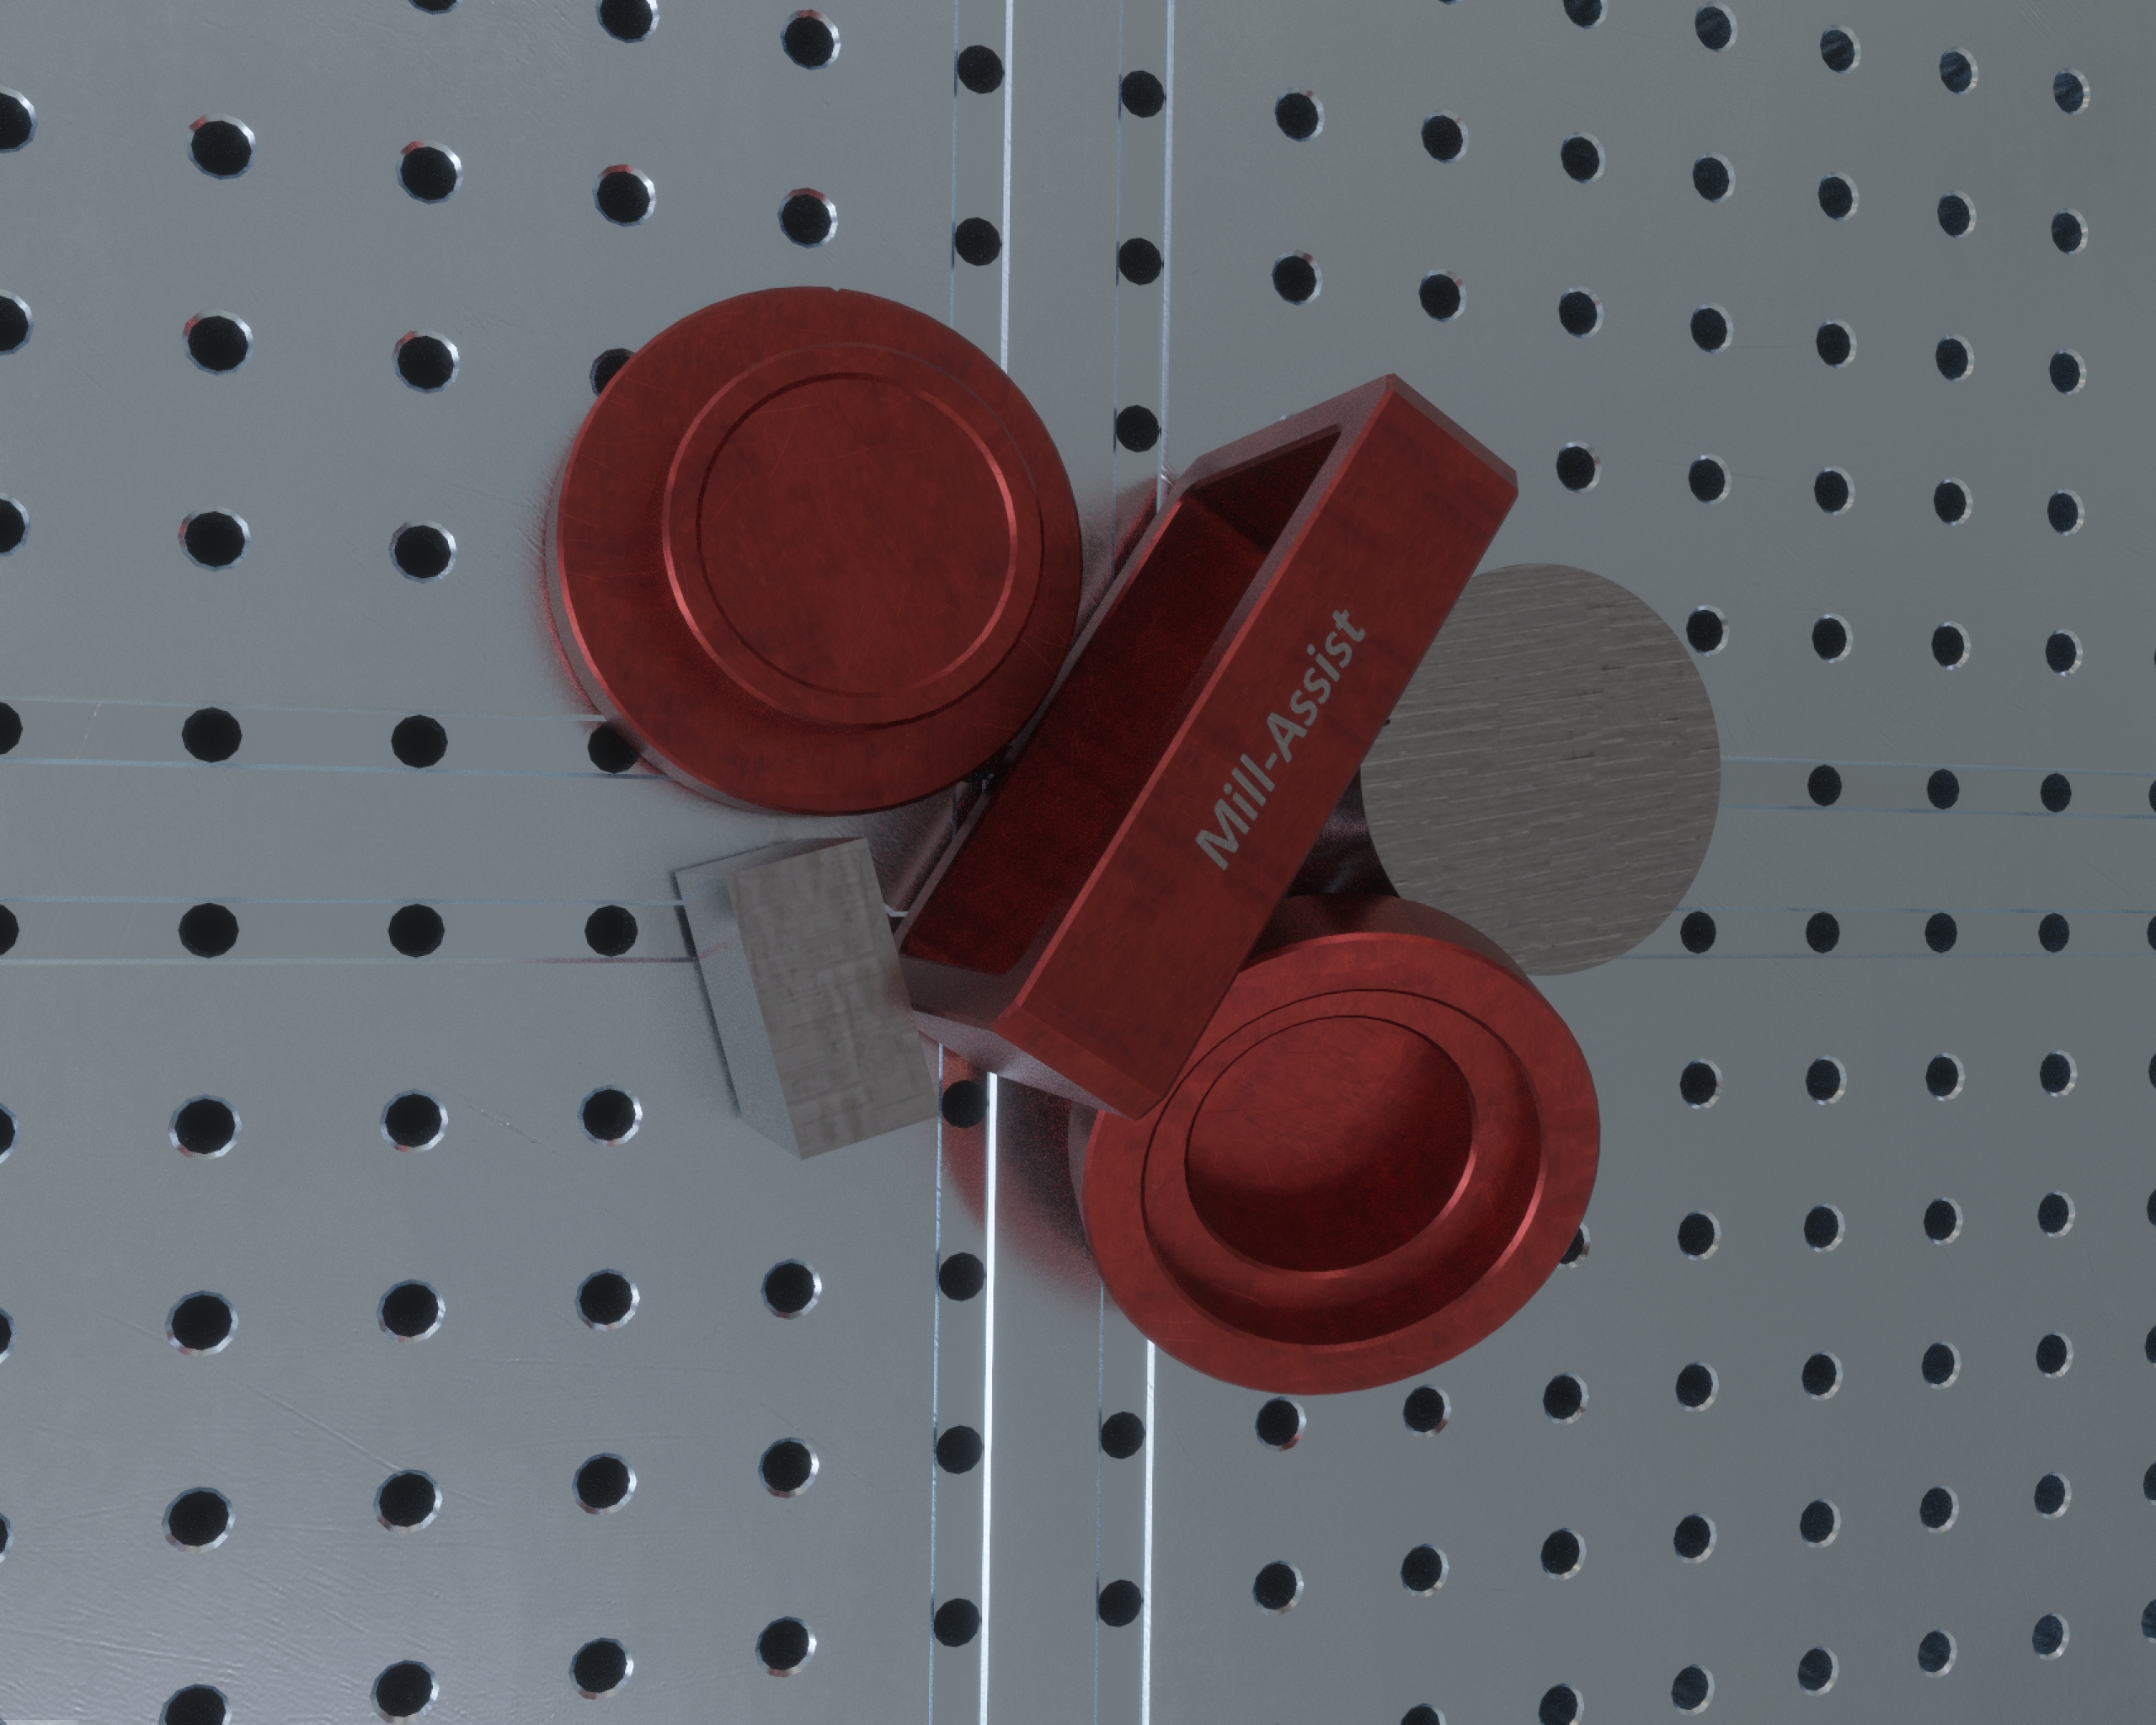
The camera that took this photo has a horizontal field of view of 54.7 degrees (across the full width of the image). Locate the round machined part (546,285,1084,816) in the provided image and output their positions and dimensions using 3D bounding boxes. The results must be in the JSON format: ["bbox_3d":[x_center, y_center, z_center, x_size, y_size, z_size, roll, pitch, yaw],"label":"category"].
[{"bbox_3d":[-0.045,-0.057,0.382,0.099,0.042,0.097,0,90,-20],"label":"round machined part"}]

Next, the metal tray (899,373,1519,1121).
[{"bbox_3d":[0.017,-0.021,0.380,0.030,0.090,0.130,35,79,-17],"label":"metal tray"}]

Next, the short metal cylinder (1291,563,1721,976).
[{"bbox_3d":[0.082,-0.018,0.425,0.081,0.050,0.079,0,90,-20],"label":"short metal cylinder"}]

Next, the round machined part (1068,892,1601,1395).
[{"bbox_3d":[0.047,0.050,0.405,0.099,0.042,0.097,-3,111,-8],"label":"round machined part"}]

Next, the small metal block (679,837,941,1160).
[{"bbox_3d":[-0.050,0.023,0.377,0.025,0.050,0.050,-16,96,-19],"label":"small metal block"}]
